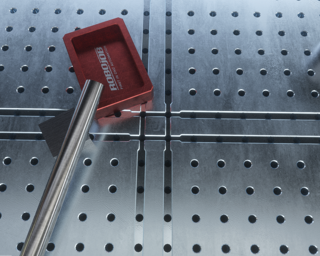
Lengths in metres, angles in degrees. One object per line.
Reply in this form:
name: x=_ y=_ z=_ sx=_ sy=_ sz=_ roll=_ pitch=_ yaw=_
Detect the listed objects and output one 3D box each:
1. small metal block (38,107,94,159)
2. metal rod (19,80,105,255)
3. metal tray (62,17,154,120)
small metal block: x=-0.123 y=0.009 z=0.407 sx=0.050 sy=0.025 sz=0.050 roll=-28 pitch=73 yaw=-10
metal rod: x=-0.125 y=0.083 z=0.361 sx=0.025 sy=0.025 sz=0.299 roll=16 pitch=77 yaw=5
metal tray: x=-0.074 y=-0.087 z=0.439 sx=0.091 sy=0.030 sz=0.130 roll=-21 pitch=72 yaw=-8
